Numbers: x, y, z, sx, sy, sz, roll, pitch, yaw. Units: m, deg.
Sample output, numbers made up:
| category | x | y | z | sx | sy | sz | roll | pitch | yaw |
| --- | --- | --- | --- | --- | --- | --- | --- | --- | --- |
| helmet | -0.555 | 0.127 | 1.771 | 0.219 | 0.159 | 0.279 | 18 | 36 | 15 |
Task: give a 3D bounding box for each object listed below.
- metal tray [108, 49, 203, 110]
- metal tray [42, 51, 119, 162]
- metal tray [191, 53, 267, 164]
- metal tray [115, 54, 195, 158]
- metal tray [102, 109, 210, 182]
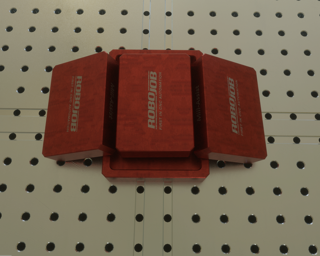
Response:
| category | x | y | z | sx | sy | sz | roll | pitch | yaw |
| --- | --- | --- | --- | --- | --- | --- | --- | --- | --- |
| metal tray | -0.006 | -0.063 | 0.432 | 0.131 | 0.030 | 0.090 | 0 | 70 | -1 |
| metal tray | -0.100 | -0.027 | 0.399 | 0.090 | 0.030 | 0.130 | -9 | 68 | 24 |
| metal tray | 0.087 | -0.024 | 0.399 | 0.091 | 0.030 | 0.130 | 9 | 68 | -26 |
| metal tray | -0.006 | -0.030 | 0.388 | 0.091 | 0.030 | 0.130 | 0 | 70 | -1 |
| metal tray | -0.005 | 0.022 | 0.401 | 0.131 | 0.030 | 0.090 | 0 | 70 | -1 |
